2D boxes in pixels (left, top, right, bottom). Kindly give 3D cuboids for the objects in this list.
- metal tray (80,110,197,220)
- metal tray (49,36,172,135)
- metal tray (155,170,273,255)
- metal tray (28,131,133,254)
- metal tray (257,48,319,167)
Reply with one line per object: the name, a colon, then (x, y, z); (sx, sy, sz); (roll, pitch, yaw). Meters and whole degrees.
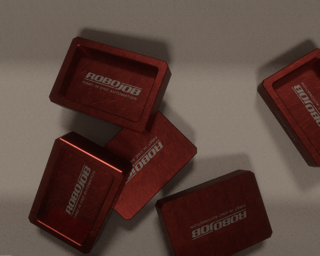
metal tray: (-0.027, 0.043, 0.409); (0.090, 0.030, 0.130); (45, 90, -1)
metal tray: (-0.062, -0.054, 0.389); (0.130, 0.030, 0.090); (19, 84, 12)
metal tray: (0.069, 0.116, 0.394); (0.131, 0.030, 0.090); (-17, 90, -16)
metal tray: (-0.100, 0.080, 0.380); (0.090, 0.030, 0.129); (28, 110, 6)
metal tray: (0.201, -0.026, 0.401); (0.090, 0.030, 0.130); (-31, 81, 0)
